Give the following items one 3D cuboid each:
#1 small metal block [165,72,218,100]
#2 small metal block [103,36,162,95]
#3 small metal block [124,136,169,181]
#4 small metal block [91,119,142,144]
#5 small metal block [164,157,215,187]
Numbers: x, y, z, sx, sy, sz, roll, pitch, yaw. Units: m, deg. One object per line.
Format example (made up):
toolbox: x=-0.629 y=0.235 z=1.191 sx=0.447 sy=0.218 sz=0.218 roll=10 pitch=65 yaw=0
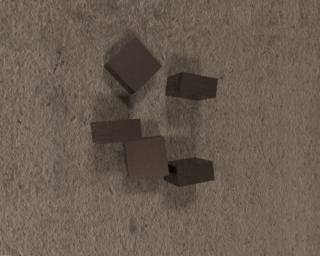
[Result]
small metal block: x=0.041 y=-0.054 z=0.412 sx=0.050 sy=0.050 sz=0.025 roll=7 pitch=88 yaw=-20
small metal block: x=-0.035 y=-0.079 z=0.397 sx=0.050 sy=0.025 sz=0.050 roll=47 pitch=75 yaw=-15
small metal block: x=-0.018 y=0.038 z=0.398 sx=0.050 sy=0.025 sz=0.050 roll=-8 pitch=93 yaw=-9
small metal block: x=-0.054 y=0.003 z=0.376 sx=0.050 sy=0.050 sz=0.025 roll=-5 pitch=92 yaw=-20
small metal block: x=0.036 y=0.057 z=0.411 sx=0.050 sy=0.050 sz=0.025 roll=-7 pitch=93 yaw=-21
